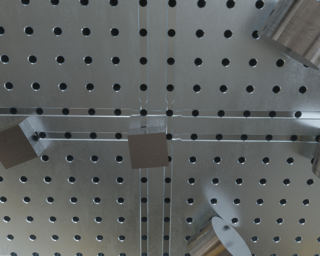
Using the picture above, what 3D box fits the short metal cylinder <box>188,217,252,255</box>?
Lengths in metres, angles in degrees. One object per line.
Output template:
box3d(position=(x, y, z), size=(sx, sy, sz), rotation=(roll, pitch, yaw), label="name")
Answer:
box3d(position=(0.087, 0.177, 0.450), size=(0.080, 0.080, 0.050), rotation=(39, 105, -13), label="short metal cylinder")

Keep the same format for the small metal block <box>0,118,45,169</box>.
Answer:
box3d(position=(-0.195, 0.021, 0.419), size=(0.050, 0.025, 0.050), rotation=(-21, 109, 7), label="small metal block")

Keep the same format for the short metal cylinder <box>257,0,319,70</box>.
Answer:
box3d(position=(0.158, -0.107, 0.346), size=(0.080, 0.080, 0.050), rotation=(28, 108, -10), label="short metal cylinder")

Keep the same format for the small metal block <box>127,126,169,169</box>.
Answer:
box3d(position=(-0.015, 0.026, 0.423), size=(0.050, 0.025, 0.050), rotation=(-5, 110, 1), label="small metal block")

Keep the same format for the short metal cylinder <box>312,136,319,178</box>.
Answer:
box3d(position=(0.246, 0.040, 0.401), size=(0.081, 0.080, 0.050), rotation=(3, 110, -1), label="short metal cylinder")
